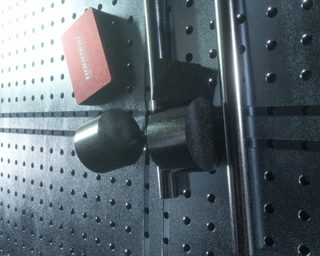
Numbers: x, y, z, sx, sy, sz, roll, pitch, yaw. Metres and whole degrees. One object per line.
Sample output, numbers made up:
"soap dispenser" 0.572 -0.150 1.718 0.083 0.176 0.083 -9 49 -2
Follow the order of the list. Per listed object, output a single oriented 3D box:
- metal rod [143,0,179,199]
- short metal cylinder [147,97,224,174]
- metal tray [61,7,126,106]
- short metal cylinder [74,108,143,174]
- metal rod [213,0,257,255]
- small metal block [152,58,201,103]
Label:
"metal rod" -0.001 -0.059 0.407 0.025 0.025 0.298 -8 85 39
"short metal cylinder" 0.031 0.010 0.347 0.050 0.081 0.080 -10 84 39
"metal tray" -0.109 -0.111 0.493 0.090 0.030 0.129 -27 73 36
"short metal cylinder" -0.069 0.019 0.428 0.050 0.081 0.080 -21 77 38
"metal rod" 0.081 -0.016 0.341 0.025 0.025 0.298 -6 86 39
"small metal block" 0.020 -0.055 0.376 0.050 0.025 0.050 10 98 5
